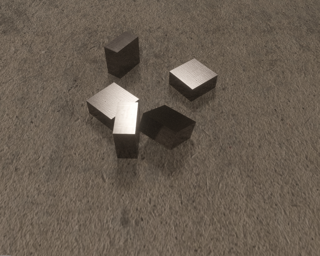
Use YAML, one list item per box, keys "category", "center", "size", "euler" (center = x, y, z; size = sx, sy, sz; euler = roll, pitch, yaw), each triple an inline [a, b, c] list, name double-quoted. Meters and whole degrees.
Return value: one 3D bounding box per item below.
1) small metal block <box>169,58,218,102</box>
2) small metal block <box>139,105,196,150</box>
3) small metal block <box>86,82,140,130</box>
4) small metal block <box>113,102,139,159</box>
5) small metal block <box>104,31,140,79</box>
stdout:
- category: "small metal block"
  center: [0.049, -0.073, 0.465]
  size: [0.050, 0.025, 0.050]
  euler: [-32, 57, -24]
- category: "small metal block"
  center: [0.010, -0.002, 0.393]
  size: [0.050, 0.025, 0.050]
  euler: [31, 30, 22]
- category: "small metal block"
  center: [-0.064, -0.030, 0.428]
  size: [0.050, 0.025, 0.050]
  euler: [35, 58, 25]
- category: "small metal block"
  center: [-0.040, 0.003, 0.384]
  size: [0.025, 0.050, 0.050]
  euler: [1, 50, 1]
- category: "small metal block"
  center: [-0.058, -0.114, 0.482]
  size: [0.025, 0.050, 0.050]
  euler: [28, 55, 21]
